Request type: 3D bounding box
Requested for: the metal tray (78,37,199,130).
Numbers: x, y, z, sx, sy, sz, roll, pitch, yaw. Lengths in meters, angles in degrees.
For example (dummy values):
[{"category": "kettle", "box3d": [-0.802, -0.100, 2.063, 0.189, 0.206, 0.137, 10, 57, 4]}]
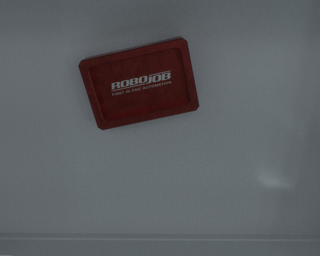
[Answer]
[{"category": "metal tray", "box3d": [-0.024, -0.055, 0.387, 0.131, 0.030, 0.089, -12, 110, 4]}]
